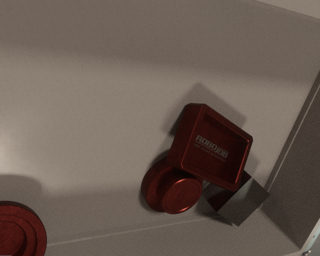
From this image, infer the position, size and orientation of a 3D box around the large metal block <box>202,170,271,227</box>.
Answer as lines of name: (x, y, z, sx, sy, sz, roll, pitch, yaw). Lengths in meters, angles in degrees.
large metal block: (0.132, 0.114, 0.538, 0.080, 0.050, 0.080, -47, 130, 4)

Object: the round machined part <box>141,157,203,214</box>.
round machined part: (0.025, 0.091, 0.470, 0.099, 0.042, 0.097, -14, 125, -21)

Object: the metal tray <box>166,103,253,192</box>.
metal tray: (0.077, 0.031, 0.445, 0.131, 0.030, 0.090, 29, 77, -38)

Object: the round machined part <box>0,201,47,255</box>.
round machined part: (-0.187, 0.134, 0.362, 0.099, 0.042, 0.097, -1, 92, -29)
